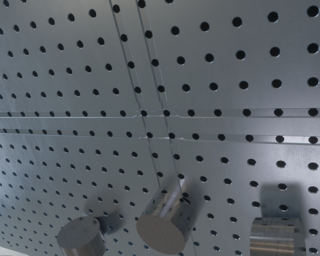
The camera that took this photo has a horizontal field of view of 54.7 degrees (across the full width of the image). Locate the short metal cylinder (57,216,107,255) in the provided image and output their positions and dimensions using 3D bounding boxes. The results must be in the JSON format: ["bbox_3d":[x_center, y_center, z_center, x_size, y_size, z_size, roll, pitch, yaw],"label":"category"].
[{"bbox_3d":[-0.147,0.214,0.586,0.080,0.080,0.050,2,119,27],"label":"short metal cylinder"}]

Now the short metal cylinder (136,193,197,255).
[{"bbox_3d":[0.010,0.148,0.481,0.080,0.050,0.079,13,124,21],"label":"short metal cylinder"}]

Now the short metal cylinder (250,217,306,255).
[{"bbox_3d":[0.151,0.154,0.392,0.050,0.080,0.080,-8,114,32],"label":"short metal cylinder"}]
